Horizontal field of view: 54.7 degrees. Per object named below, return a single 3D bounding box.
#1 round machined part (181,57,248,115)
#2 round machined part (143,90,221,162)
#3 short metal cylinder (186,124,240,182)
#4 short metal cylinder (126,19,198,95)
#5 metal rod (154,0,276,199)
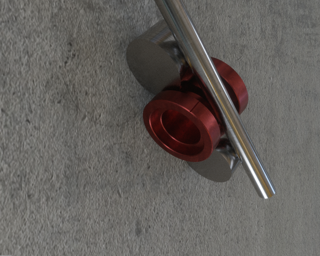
[{"bbox_3d":[0.064,-0.043,0.414,0.042,0.098,0.098,-45,117,-26],"label":"round machined part"},{"bbox_3d":[0.031,-0.007,0.385,0.042,0.098,0.098,-49,120,-33],"label":"round machined part"},{"bbox_3d":[0.077,0.030,0.437,0.050,0.080,0.080,-47,118,-30],"label":"short metal cylinder"},{"bbox_3d":[0.006,-0.084,0.377,0.050,0.080,0.080,-47,118,-30],"label":"short metal cylinder"},{"bbox_3d":[0.075,-0.026,0.367,0.025,0.025,0.299,-48,119,-29],"label":"metal rod"}]
